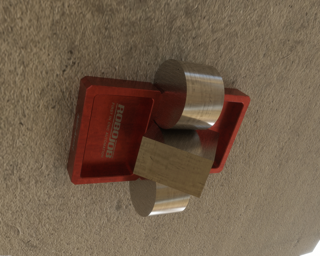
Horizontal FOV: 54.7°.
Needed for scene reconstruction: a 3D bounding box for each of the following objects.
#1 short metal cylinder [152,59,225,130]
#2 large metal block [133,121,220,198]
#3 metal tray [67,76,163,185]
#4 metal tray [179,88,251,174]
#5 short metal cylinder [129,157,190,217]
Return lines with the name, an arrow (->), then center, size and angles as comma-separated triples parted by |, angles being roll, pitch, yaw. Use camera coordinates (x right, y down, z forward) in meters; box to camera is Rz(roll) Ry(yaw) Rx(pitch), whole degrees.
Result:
short metal cylinder -> 0.030, -0.038, 0.366 | 0.050, 0.080, 0.079 | 2, 118, -30
large metal block -> 0.023, 0.029, 0.377 | 0.080, 0.080, 0.050 | 19, 115, 7
metal tray -> -0.057, 0.006, 0.378 | 0.091, 0.030, 0.129 | 1, 118, -29
metal tray -> 0.066, 0.006, 0.445 | 0.091, 0.030, 0.129 | 1, 118, -29
short metal cylinder -> -0.002, 0.076, 0.419 | 0.050, 0.080, 0.079 | 2, 118, -30
